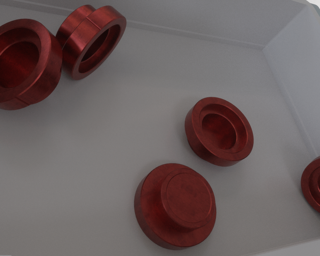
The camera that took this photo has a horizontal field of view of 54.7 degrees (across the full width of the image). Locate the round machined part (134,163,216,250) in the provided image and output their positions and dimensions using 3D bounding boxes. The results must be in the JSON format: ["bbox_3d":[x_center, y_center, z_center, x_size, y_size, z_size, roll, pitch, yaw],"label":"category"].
[{"bbox_3d":[0.024,0.085,0.355,0.099,0.042,0.098,14,56,-21],"label":"round machined part"}]

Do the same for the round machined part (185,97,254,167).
[{"bbox_3d":[0.077,0.009,0.431,0.099,0.042,0.098,14,56,-21],"label":"round machined part"}]

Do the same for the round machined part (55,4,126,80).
[{"bbox_3d":[-0.089,-0.109,0.377,0.042,0.097,0.098,41,51,-1],"label":"round machined part"}]

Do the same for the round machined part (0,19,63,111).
[{"bbox_3d":[-0.147,-0.064,0.333,0.098,0.042,0.098,-6,69,16],"label":"round machined part"}]

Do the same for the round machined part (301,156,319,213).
[{"bbox_3d":[0.264,0.082,0.452,0.042,0.098,0.098,-20,72,-46],"label":"round machined part"}]
